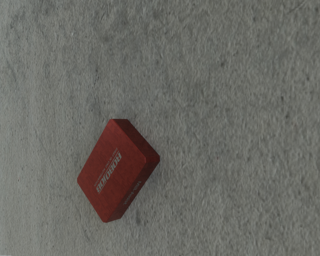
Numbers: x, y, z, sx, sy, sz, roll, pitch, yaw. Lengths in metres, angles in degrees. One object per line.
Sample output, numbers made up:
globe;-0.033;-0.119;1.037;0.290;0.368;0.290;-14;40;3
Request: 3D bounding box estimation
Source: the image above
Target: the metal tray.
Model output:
metal tray;-0.065;0.062;0.453;0.090;0.030;0.129;47;118;29
